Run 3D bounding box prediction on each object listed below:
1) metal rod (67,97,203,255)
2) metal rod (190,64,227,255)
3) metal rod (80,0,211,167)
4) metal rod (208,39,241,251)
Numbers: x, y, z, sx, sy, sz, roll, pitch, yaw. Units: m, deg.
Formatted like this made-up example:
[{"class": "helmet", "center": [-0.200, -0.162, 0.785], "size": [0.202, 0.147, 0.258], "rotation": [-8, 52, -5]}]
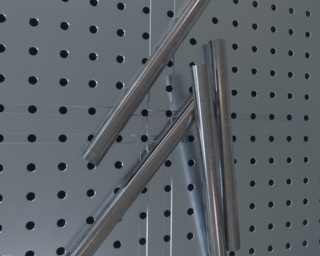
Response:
[{"class": "metal rod", "center": [-0.028, 0.068, 0.402], "size": [0.025, 0.025, 0.300], "rotation": [42, 77, -15]}, {"class": "metal rod", "center": [0.068, 0.066, 0.420], "size": [0.025, 0.025, 0.298], "rotation": [-10, 100, -20]}, {"class": "metal rod", "center": [-0.007, -0.082, 0.409], "size": [0.025, 0.025, 0.300], "rotation": [37, 78, -16]}, {"class": "metal rod", "center": [0.093, 0.025, 0.446], "size": [0.025, 0.025, 0.298], "rotation": [-5, 92, -20]}]
